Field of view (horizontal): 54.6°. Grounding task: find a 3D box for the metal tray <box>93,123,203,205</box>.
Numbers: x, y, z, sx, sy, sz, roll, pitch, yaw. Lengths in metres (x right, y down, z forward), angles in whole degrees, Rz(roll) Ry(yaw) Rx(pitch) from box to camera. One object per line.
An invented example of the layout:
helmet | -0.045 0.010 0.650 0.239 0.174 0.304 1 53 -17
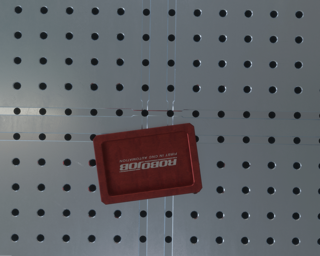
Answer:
metal tray | -0.016 0.046 0.410 0.131 0.030 0.090 -8 90 0
